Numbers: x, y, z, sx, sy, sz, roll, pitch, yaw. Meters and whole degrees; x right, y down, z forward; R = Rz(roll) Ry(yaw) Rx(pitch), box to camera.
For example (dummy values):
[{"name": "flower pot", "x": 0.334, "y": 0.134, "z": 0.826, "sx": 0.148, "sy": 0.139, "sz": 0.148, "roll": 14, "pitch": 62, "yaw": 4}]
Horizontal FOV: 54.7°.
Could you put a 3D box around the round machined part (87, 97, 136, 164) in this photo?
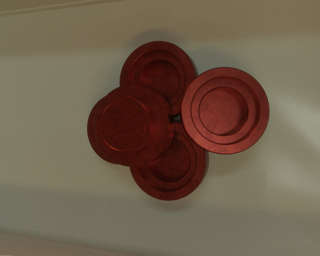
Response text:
[{"name": "round machined part", "x": -0.056, "y": 0.001, "z": 0.417, "sx": 0.098, "sy": 0.042, "sz": 0.097, "roll": 0, "pitch": 90, "yaw": 19}]

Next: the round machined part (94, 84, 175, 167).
[{"name": "round machined part", "x": -0.036, "y": -0.003, "z": 0.365, "sx": 0.098, "sy": 0.042, "sz": 0.097, "roll": 0, "pitch": 90, "yaw": 19}]

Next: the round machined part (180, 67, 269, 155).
[{"name": "round machined part", "x": 0.072, "y": -0.019, "z": 0.363, "sx": 0.099, "sy": 0.042, "sz": 0.097, "roll": 0, "pitch": 87, "yaw": -1}]

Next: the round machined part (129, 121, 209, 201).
[{"name": "round machined part", "x": 0.014, "y": 0.039, "z": 0.394, "sx": 0.098, "sy": 0.042, "sz": 0.097, "roll": 0, "pitch": 90, "yaw": 19}]

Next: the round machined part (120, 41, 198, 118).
[{"name": "round machined part", "x": 0.002, "y": -0.058, "z": 0.399, "sx": 0.098, "sy": 0.042, "sz": 0.097, "roll": 0, "pitch": 90, "yaw": 19}]
